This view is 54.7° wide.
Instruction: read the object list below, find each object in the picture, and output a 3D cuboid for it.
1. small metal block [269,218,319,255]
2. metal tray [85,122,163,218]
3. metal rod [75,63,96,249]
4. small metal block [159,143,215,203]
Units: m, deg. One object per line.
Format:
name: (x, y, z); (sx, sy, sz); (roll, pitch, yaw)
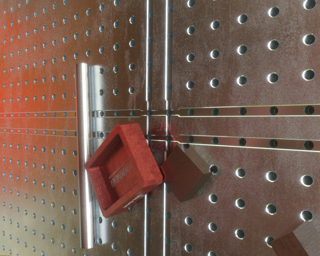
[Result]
small metal block: (0.134, 0.116, 0.282); (0.025, 0.050, 0.050); (-44, 64, 31)
metal tray: (-0.056, 0.062, 0.435); (0.129, 0.030, 0.090); (-46, 62, 44)
metal rod: (-0.123, 0.044, 0.511); (0.025, 0.025, 0.298); (-4, 88, 40)
small metal block: (0.031, 0.055, 0.384); (0.050, 0.025, 0.050); (48, 118, 29)
